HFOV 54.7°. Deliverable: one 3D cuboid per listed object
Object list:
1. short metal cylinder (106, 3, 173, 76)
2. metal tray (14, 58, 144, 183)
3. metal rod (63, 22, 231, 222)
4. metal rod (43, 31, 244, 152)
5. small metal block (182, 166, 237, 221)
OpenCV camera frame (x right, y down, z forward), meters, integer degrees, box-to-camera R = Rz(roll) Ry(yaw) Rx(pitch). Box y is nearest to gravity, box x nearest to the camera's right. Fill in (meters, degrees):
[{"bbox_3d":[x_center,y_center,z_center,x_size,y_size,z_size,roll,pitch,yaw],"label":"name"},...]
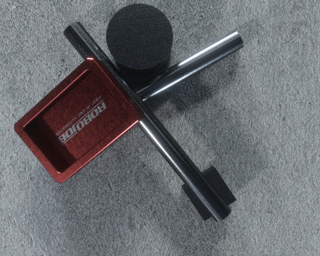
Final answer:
[{"bbox_3d":[-0.025,-0.110,0.398,0.081,0.050,0.079,0,90,-1],"label":"short metal cylinder"},{"bbox_3d":[-0.096,-0.008,0.369,0.130,0.030,0.090,-39,90,11],"label":"metal tray"},{"bbox_3d":[-0.015,-0.007,0.386,0.025,0.025,0.300,-39,91,0],"label":"metal rod"},{"bbox_3d":[-0.027,-0.044,0.411,0.301,0.025,0.025,-30,90,-1],"label":"metal rod"},{"bbox_3d":[0.064,0.086,0.412,0.050,0.025,0.050,-34,90,0],"label":"small metal block"}]
